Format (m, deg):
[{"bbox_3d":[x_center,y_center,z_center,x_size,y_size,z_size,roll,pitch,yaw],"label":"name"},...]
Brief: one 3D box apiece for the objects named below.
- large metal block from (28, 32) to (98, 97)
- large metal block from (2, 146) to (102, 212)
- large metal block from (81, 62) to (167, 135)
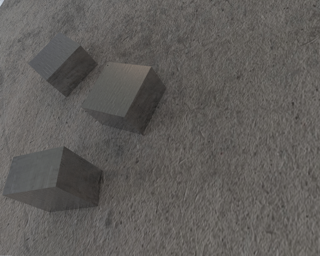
[{"bbox_3d":[-0.172,-0.113,0.547,0.080,0.050,0.080,-48,51,-6],"label":"large metal block"},{"bbox_3d":[-0.133,0.069,0.396,0.080,0.080,0.050,-12,57,21],"label":"large metal block"},{"bbox_3d":[-0.050,-0.044,0.441,0.080,0.050,0.080,13,69,33],"label":"large metal block"}]
